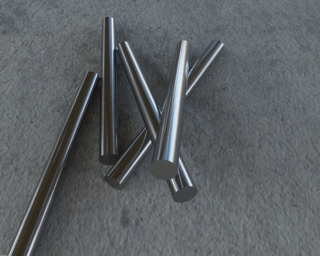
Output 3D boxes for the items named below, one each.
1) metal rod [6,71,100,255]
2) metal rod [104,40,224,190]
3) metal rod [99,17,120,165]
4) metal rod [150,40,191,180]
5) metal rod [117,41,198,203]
[{"bbox_3d":[-0.120,0.039,0.368,0.025,0.025,0.300,6,50,4],"label":"metal rod"},{"bbox_3d":[0.022,-0.037,0.434,0.025,0.025,0.301,24,54,18],"label":"metal rod"},{"bbox_3d":[-0.077,-0.076,0.466,0.025,0.025,0.300,-5,50,-4],"label":"metal rod"},{"bbox_3d":[0.021,-0.049,0.396,0.025,0.025,0.300,6,36,4],"label":"metal rod"},{"bbox_3d":[-0.017,-0.033,0.401,0.025,0.025,0.300,-12,44,-11],"label":"metal rod"}]
